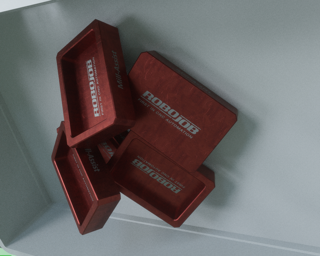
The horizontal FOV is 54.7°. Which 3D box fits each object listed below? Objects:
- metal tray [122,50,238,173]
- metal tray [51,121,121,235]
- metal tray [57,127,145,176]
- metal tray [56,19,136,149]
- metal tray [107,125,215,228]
[{"bbox_3d":[0.014,-0.020,0.369,0.130,0.030,0.090,36,112,3],"label":"metal tray"},{"bbox_3d":[-0.104,0.063,0.414,0.130,0.030,0.089,58,137,27],"label":"metal tray"},{"bbox_3d":[-0.084,0.030,0.466,0.090,0.030,0.130,-29,103,37],"label":"metal tray"},{"bbox_3d":[-0.080,-0.050,0.369,0.090,0.030,0.129,-25,69,36],"label":"metal tray"},{"bbox_3d":[-0.003,0.064,0.417,0.130,0.030,0.090,34,111,-4],"label":"metal tray"}]
